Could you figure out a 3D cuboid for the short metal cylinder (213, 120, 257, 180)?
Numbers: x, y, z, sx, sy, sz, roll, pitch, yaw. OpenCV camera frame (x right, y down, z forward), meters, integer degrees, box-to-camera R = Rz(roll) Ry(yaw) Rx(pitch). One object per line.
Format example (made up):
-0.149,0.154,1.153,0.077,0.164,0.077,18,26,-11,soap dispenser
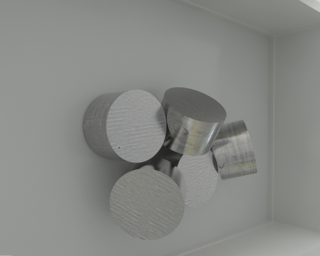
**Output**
0.106,0.032,0.453,0.080,0.050,0.080,-15,91,-81,short metal cylinder

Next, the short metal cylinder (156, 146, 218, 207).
0.033,0.062,0.418,0.081,0.050,0.079,0,90,-40,short metal cylinder

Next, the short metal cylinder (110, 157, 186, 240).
-0.011,0.078,0.353,0.050,0.080,0.079,-51,133,-79,short metal cylinder

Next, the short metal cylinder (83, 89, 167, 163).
-0.039,-0.002,0.356,0.081,0.050,0.079,0,90,-40,short metal cylinder

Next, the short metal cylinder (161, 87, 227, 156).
0.036,-0.010,0.392,0.081,0.080,0.050,-11,133,-40,short metal cylinder
